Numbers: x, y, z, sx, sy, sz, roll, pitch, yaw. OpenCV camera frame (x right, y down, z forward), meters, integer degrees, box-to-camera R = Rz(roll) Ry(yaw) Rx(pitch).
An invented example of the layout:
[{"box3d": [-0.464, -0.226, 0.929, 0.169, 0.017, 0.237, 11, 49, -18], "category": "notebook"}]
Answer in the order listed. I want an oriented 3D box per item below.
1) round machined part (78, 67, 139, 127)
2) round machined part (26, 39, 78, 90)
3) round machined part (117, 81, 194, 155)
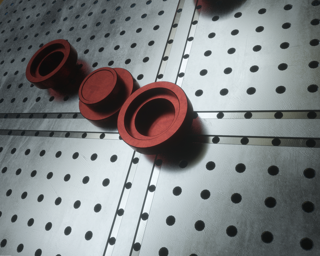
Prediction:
[{"box3d": [-0.084, -0.054, 0.473, 0.098, 0.042, 0.098, -13, 56, 20], "category": "round machined part"}, {"box3d": [-0.189, -0.110, 0.561, 0.098, 0.042, 0.098, -13, 56, 20], "category": "round machined part"}, {"box3d": [-0.002, -0.009, 0.403, 0.098, 0.042, 0.098, -13, 56, 20], "category": "round machined part"}]
